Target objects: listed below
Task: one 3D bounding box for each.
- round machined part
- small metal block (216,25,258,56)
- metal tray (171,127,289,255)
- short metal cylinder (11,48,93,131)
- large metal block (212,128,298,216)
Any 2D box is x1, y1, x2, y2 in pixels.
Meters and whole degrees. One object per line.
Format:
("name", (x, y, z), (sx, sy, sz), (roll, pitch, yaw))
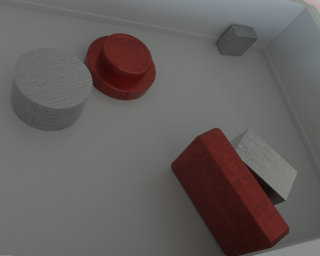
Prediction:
("round machined part", (-0.050, -0.090, 0.424), (0.099, 0.042, 0.098), (14, 56, -21))
("small metal block", (0.140, -0.158, 0.564), (0.050, 0.050, 0.025), (-5, 64, -31))
("metal tray", (0.072, 0.075, 0.352), (0.030, 0.090, 0.130), (-23, 72, -30))
("short metal cylinder", (-0.123, -0.043, 0.351), (0.081, 0.050, 0.080), (14, 56, -21))
("large metal block", (0.109, 0.059, 0.395), (0.080, 0.080, 0.050), (43, 51, 1))
